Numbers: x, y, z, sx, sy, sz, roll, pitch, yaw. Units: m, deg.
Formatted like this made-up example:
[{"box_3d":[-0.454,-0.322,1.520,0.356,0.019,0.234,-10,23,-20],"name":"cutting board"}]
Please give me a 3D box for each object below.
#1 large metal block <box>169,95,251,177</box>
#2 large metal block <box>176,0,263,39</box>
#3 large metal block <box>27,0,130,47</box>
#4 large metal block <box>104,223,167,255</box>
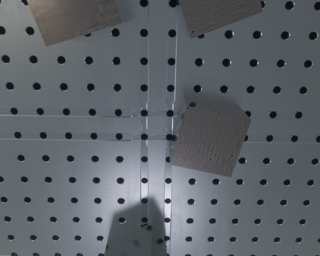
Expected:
[{"box_3d":[0.061,0.010,0.404,0.080,0.050,0.079,12,110,-5],"name":"large metal block"},{"box_3d":[0.058,-0.154,0.344,0.080,0.050,0.080,-19,109,7],"name":"large metal block"},{"box_3d":[-0.083,-0.128,0.336,0.080,0.080,0.050,-16,109,6],"name":"large metal block"},{"box_3d":[-0.037,0.198,0.457,0.080,0.080,0.050,-25,108,9],"name":"large metal block"}]
